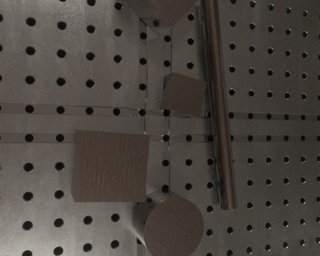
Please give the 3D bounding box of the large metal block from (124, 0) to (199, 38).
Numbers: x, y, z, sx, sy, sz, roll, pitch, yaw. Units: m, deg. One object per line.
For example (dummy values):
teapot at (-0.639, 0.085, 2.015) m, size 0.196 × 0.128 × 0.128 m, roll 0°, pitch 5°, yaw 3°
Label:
large metal block at (0.005, -0.180, 0.402) m, size 0.080 × 0.050 × 0.080 m, roll 45°, pitch 76°, yaw -15°

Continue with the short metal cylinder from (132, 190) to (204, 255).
short metal cylinder at (0.010, 0.126, 0.404) m, size 0.081 × 0.050 × 0.079 m, roll 0°, pitch 90°, yaw -21°

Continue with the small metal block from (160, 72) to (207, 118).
small metal block at (0.032, -0.044, 0.426) m, size 0.050 × 0.025 × 0.050 m, roll 13°, pitch 86°, yaw -20°

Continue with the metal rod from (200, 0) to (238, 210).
metal rod at (0.084, -0.033, 0.445) m, size 0.025 × 0.025 × 0.298 m, roll -7°, pitch 93°, yaw -20°

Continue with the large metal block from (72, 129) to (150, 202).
large metal block at (-0.061, 0.045, 0.377) m, size 0.081 × 0.050 × 0.080 m, roll 5°, pitch 88°, yaw -20°
